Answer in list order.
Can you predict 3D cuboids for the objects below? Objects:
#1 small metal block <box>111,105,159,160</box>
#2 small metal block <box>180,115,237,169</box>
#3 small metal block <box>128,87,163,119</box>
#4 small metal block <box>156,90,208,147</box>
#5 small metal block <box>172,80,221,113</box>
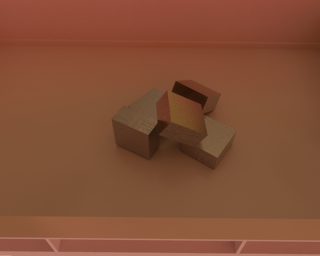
[{"bbox_3d":[-0.029,0.006,0.380,0.050,0.050,0.025,23,54,18],"label":"small metal block"},{"bbox_3d":[0.060,0.016,0.390,0.050,0.025,0.050,28,55,21],"label":"small metal block"},{"bbox_3d":[-0.007,-0.022,0.420,0.050,0.025,0.050,36,58,26],"label":"small metal block"},{"bbox_3d":[0.025,-0.011,0.365,0.050,0.025,0.050,20,44,-27],"label":"small metal block"},{"bbox_3d":[0.049,-0.044,0.426,0.050,0.025,0.050,30,23,22],"label":"small metal block"}]
